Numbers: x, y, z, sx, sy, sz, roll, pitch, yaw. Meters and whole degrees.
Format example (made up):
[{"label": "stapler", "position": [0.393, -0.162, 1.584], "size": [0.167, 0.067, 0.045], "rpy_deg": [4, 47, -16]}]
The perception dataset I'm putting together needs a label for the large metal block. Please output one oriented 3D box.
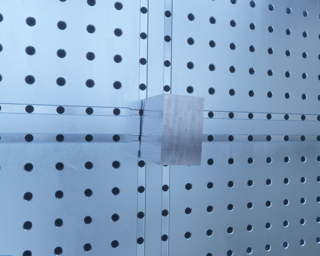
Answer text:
[{"label": "large metal block", "position": [0.012, 0.002, 0.388], "size": [0.050, 0.080, 0.079], "rpy_deg": [4, 89, -20]}]
